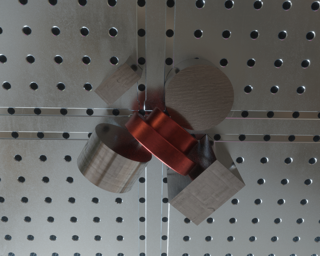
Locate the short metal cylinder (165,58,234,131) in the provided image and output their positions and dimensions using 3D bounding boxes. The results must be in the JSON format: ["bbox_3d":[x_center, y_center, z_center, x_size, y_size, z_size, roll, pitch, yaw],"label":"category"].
[{"bbox_3d":[0.046,-0.043,0.384,0.081,0.050,0.079,0,110,-1],"label":"short metal cylinder"}]

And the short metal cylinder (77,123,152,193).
[{"bbox_3d":[-0.058,0.037,0.397,0.080,0.080,0.050,29,107,-11],"label":"short metal cylinder"}]

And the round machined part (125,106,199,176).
[{"bbox_3d":[0.008,0.011,0.379,0.098,0.098,0.042,39,93,-14],"label":"round machined part"}]

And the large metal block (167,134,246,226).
[{"bbox_3d":[0.056,0.066,0.410,0.050,0.080,0.080,42,105,-14],"label":"large metal block"}]

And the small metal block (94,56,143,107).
[{"bbox_3d":[-0.049,-0.058,0.378,0.050,0.050,0.025,-40,106,13],"label":"small metal block"}]
